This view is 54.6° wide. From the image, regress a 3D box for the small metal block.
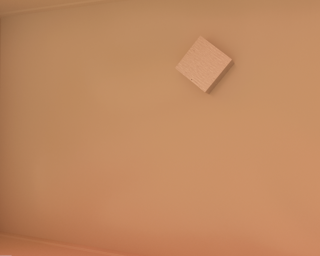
[{"bbox_3d":[0.056,-0.079,0.391,0.050,0.025,0.050,42,103,15],"label":"small metal block"}]
